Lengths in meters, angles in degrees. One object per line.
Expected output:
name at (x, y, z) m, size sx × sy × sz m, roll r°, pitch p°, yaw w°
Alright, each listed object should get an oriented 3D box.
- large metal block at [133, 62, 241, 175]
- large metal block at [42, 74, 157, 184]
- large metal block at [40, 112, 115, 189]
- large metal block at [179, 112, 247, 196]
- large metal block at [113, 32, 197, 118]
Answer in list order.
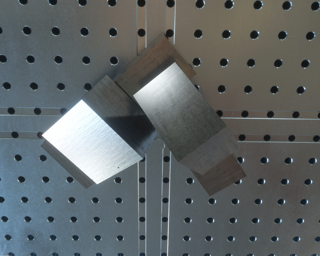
large metal block at (0.029, -0.005, 0.307) m, size 0.050 × 0.080 × 0.080 m, roll -38°, pitch 64°, yaw 8°
large metal block at (-0.062, 0.004, 0.331) m, size 0.080 × 0.050 × 0.080 m, roll -32°, pitch 109°, yaw 37°
large metal block at (-0.090, 0.018, 0.405) m, size 0.080 × 0.050 × 0.080 m, roll -38°, pitch 106°, yaw 12°
large metal block at (0.058, 0.024, 0.392) m, size 0.050 × 0.080 × 0.080 m, roll -32°, pitch 107°, yaw 11°
large metal block at (-0.009, -0.063, 0.359) m, size 0.080 × 0.080 × 0.050 m, roll -40°, pitch 106°, yaw 13°
